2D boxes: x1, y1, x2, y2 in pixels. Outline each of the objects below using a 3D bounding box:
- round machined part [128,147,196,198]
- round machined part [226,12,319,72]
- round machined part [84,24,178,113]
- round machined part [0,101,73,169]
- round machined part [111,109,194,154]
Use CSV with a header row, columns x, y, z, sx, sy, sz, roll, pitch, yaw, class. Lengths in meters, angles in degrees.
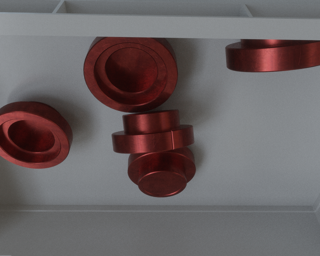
x,y,z,sx,sy,sz,roll,pitch,yaw,class
0.003,0.065,0.446,0.099,0.042,0.097,-2,137,-1,round machined part
0.113,-0.084,0.296,0.099,0.098,0.042,-7,109,5,round machined part
-0.030,-0.067,0.340,0.099,0.042,0.097,-1,130,0,round machined part
-0.162,0.005,0.399,0.099,0.042,0.097,-1,130,0,round machined part
-0.009,0.001,0.375,0.099,0.098,0.042,-6,94,4,round machined part
